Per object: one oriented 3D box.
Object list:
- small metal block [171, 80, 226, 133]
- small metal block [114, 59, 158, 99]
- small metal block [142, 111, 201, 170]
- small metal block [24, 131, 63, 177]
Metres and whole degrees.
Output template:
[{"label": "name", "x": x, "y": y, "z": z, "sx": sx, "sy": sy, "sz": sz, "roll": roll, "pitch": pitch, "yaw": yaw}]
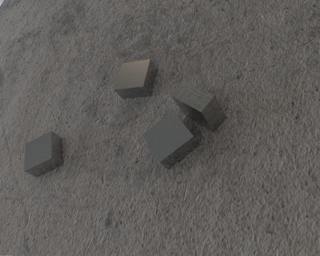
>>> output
[{"label": "small metal block", "x": 0.048, "y": -0.026, "z": 0.379, "sx": 0.050, "sy": 0.050, "sz": 0.025, "roll": 34, "pitch": 81, "yaw": 38}, {"label": "small metal block", "x": -0.036, "y": -0.074, "z": 0.468, "sx": 0.050, "sy": 0.025, "sz": 0.050, "roll": -2, "pitch": 61, "yaw": 27}, {"label": "small metal block", "x": 0.013, "y": 0.015, "z": 0.388, "sx": 0.050, "sy": 0.025, "sz": 0.050, "roll": -38, "pitch": 51, "yaw": 3}, {"label": "small metal block", "x": -0.177, "y": 0.040, "z": 0.473, "sx": 0.050, "sy": 0.025, "sz": 0.050, "roll": -25, "pitch": 53, "yaw": 12}]
